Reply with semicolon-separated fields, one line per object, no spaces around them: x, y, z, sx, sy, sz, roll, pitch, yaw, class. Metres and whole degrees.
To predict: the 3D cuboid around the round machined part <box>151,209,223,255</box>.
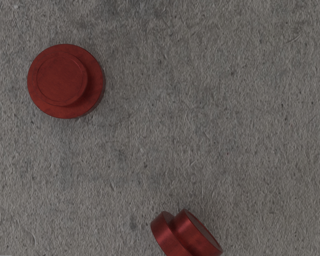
0.037;0.137;0.374;0.042;0.098;0.098;-44;90;0;round machined part

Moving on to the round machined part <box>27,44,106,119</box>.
-0.123;-0.060;0.400;0.099;0.042;0.097;0;90;0;round machined part
